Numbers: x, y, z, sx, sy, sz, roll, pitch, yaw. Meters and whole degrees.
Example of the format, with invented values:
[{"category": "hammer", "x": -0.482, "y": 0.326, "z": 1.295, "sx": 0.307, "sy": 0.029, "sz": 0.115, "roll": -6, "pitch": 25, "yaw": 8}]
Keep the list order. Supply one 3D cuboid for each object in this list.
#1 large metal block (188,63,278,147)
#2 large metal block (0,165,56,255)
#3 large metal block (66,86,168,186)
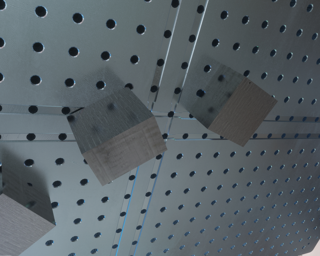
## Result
[{"category": "large metal block", "x": 0.101, "y": -0.030, "z": 0.431, "sx": 0.080, "sy": 0.050, "sz": 0.080, "roll": 24, "pitch": 105, "yaw": -37}, {"category": "large metal block", "x": -0.184, "y": 0.104, "z": 0.359, "sx": 0.080, "sy": 0.050, "sz": 0.080, "roll": -39, "pitch": 129, "yaw": -2}, {"category": "large metal block", "x": -0.050, "y": 0.006, "z": 0.351, "sx": 0.080, "sy": 0.080, "sz": 0.050, "roll": -29, "pitch": 128, "yaw": -10}]
